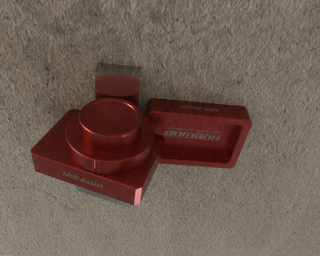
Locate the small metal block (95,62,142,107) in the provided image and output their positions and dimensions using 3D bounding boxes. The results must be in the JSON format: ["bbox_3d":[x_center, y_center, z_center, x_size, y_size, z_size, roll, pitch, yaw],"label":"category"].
[{"bbox_3d":[-0.050,-0.048,0.368,0.050,0.025,0.050,5,130,-5],"label":"small metal block"}]

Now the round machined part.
[{"bbox_3d":[-0.055,0.002,0.347,0.099,0.098,0.042,5,130,-5],"label":"round machined part"}]

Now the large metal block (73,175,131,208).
[{"bbox_3d":[-0.070,0.057,0.415,0.080,0.050,0.080,16,144,9],"label":"large metal block"}]

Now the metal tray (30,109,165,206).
[{"bbox_3d":[-0.069,0.029,0.368,0.131,0.090,0.030,17,131,9],"label":"metal tray"}]

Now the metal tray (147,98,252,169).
[{"bbox_3d":[0.045,0.010,0.414,0.131,0.030,0.089,5,130,-5],"label":"metal tray"}]
